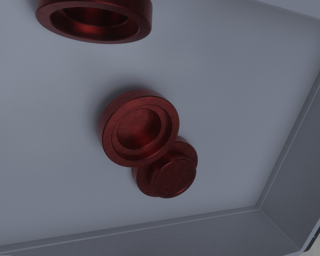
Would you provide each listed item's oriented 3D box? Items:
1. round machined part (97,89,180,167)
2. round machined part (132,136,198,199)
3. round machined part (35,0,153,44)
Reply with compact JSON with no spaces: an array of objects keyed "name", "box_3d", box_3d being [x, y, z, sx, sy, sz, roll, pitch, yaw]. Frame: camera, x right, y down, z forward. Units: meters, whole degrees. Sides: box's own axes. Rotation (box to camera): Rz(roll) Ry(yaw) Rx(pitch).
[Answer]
[{"name":"round machined part","box_3d":[-0.029,-0.003,0.381,0.099,0.042,0.097,-14,125,-21]},{"name":"round machined part","box_3d":[0.013,0.062,0.445,0.099,0.042,0.097,-14,125,-21]},{"name":"round machined part","box_3d":[-0.056,-0.110,0.273,0.099,0.098,0.042,4,86,-31]}]
